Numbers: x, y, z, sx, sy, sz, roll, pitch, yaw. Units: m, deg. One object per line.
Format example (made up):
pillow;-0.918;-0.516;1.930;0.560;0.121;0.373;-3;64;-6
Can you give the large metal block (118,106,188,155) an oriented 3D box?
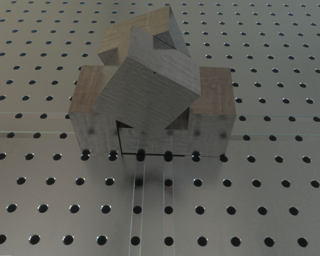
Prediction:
large metal block;-0.006;-0.014;0.400;0.081;0.050;0.080;2;50;1

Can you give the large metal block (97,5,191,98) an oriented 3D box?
large metal block;-0.013;-0.081;0.357;0.080;0.080;0.050;-13;47;18

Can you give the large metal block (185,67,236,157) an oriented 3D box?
large metal block;0.059;-0.020;0.389;0.050;0.080;0.080;3;50;2

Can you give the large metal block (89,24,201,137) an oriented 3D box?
large metal block;-0.015;-0.044;0.322;0.080;0.080;0.050;25;45;-23

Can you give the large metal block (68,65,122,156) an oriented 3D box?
large metal block;-0.073;-0.022;0.389;0.050;0.080;0.080;2;50;1
